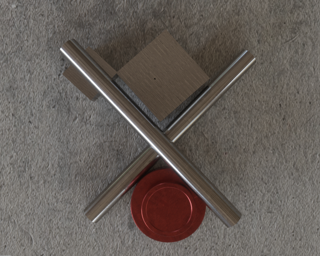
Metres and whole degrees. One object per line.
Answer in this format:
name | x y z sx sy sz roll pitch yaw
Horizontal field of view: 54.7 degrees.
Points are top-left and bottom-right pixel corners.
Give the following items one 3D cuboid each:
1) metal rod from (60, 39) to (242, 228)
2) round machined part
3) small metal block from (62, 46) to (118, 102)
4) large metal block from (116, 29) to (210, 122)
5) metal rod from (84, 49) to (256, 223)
metal rod | -0.011 0.007 0.385 0.025 0.025 0.300 -44 91 0
round machined part | 0.011 0.101 0.402 0.099 0.042 0.097 0 90 -1
small metal block | -0.090 -0.071 0.411 0.050 0.025 0.050 43 90 -1
large metal block | 0.004 -0.064 0.400 0.080 0.050 0.080 -42 91 0
metal rod | 0.014 0.010 0.413 0.025 0.025 0.300 45 89 -1
